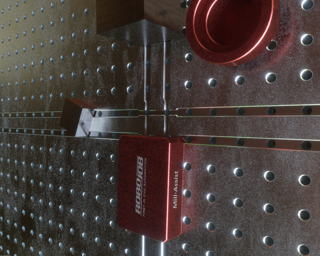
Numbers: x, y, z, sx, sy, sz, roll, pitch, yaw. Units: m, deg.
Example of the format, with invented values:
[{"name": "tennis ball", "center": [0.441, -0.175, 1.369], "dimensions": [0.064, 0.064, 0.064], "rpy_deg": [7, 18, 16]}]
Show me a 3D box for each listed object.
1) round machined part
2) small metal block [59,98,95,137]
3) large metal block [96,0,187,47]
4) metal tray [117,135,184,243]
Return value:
[{"name": "round machined part", "center": [0.080, -0.115, 0.331], "dimensions": [0.098, 0.042, 0.097], "rpy_deg": [0, 90, 39]}, {"name": "small metal block", "center": [-0.140, -0.018, 0.522], "dimensions": [0.050, 0.025, 0.050], "rpy_deg": [29, 108, 35]}, {"name": "large metal block", "center": [-0.023, -0.142, 0.390], "dimensions": [0.080, 0.081, 0.050], "rpy_deg": [-1, 89, 39]}, {"name": "metal tray", "center": [-0.015, 0.076, 0.417], "dimensions": [0.090, 0.030, 0.129], "rpy_deg": [3, 92, 39]}]
